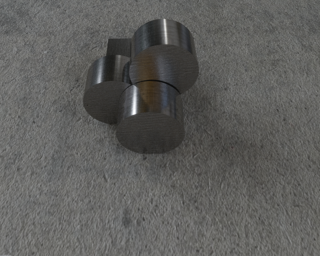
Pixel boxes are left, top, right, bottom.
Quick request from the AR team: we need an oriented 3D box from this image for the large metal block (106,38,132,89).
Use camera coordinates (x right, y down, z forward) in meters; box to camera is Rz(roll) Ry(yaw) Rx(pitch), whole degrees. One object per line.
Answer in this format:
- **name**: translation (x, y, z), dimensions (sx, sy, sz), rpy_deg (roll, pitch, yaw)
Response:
- **large metal block**: translation (-0.037, -0.090, 0.465), dimensions (0.081, 0.050, 0.080), rpy_deg (-1, 50, -1)

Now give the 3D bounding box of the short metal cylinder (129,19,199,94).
- **short metal cylinder**: translation (0.004, -0.082, 0.374), dimensions (0.081, 0.080, 0.050), rpy_deg (-2, 50, -2)

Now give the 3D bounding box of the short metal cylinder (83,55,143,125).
- **short metal cylinder**: translation (-0.058, -0.049, 0.411), dimensions (0.081, 0.080, 0.050), rpy_deg (-2, 50, -2)

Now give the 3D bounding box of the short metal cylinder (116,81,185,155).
- **short metal cylinder**: translation (-0.011, -0.011, 0.379), dimensions (0.081, 0.080, 0.050), rpy_deg (0, 50, 0)

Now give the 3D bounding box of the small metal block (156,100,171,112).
- **small metal block**: translation (0.008, -0.039, 0.424), dimensions (0.025, 0.050, 0.050), rpy_deg (1, 50, 1)
